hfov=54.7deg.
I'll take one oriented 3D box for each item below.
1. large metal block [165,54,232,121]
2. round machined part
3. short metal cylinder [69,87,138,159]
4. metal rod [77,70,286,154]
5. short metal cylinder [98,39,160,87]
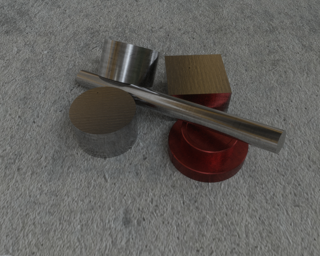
[{"bbox_3d":[0.049,-0.058,0.435,0.081,0.050,0.080,-2,50,-2],"label":"large metal block"},{"bbox_3d":[0.059,0.014,0.381,0.099,0.042,0.098,0,50,0],"label":"round machined part"},{"bbox_3d":[-0.069,-0.007,0.395,0.081,0.050,0.080,0,50,0],"label":"short metal cylinder"},{"bbox_3d":[0.002,-0.031,0.387,0.300,0.025,0.025,21,52,33],"label":"metal rod"},{"bbox_3d":[-0.044,-0.092,0.441,0.080,0.050,0.080,13,12,-3],"label":"short metal cylinder"}]
